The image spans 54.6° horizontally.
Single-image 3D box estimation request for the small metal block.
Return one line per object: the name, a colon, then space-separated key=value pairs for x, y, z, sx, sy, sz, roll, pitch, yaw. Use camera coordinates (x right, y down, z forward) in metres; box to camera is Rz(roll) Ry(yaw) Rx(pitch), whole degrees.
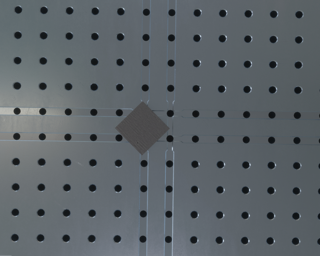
small metal block: x=-0.023 y=0.000 z=0.413 sx=0.050 sy=0.025 sz=0.050 roll=-44 pitch=90 yaw=0
